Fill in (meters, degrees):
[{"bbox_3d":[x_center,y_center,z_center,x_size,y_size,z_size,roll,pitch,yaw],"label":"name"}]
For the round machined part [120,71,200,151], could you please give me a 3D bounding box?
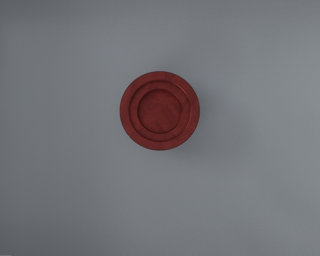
[{"bbox_3d":[0.000,-0.021,0.400,0.099,0.042,0.097,0,90,0],"label":"round machined part"}]
